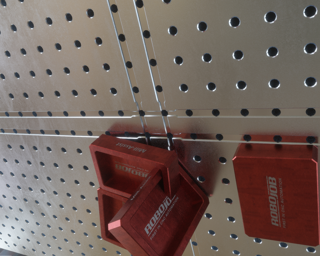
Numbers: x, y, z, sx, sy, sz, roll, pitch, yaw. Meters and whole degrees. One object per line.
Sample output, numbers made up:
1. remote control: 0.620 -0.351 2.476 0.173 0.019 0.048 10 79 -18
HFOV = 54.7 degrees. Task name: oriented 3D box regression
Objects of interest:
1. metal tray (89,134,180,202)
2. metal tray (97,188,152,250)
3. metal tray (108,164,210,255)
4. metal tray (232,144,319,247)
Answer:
1. metal tray: -0.036 0.065 0.455 0.130 0.030 0.089 12 127 26
2. metal tray: -0.058 0.154 0.531 0.090 0.030 0.129 16 125 18
3. metal tray: 0.005 0.111 0.407 0.090 0.131 0.030 49 134 -7
4. metal tray: 0.146 0.083 0.382 0.090 0.030 0.129 -1 118 28
